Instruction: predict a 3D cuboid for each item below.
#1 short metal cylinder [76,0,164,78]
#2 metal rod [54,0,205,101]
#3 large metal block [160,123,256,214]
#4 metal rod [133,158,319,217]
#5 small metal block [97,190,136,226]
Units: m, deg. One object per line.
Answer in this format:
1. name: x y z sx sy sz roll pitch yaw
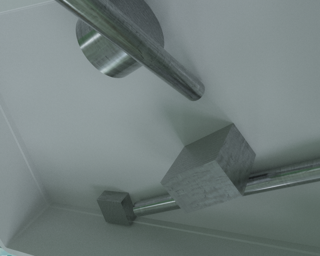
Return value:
1. short metal cylinder: -0.041 -0.100 0.331 0.050 0.080 0.080 -24 106 36
2. metal rod: -0.042 -0.086 0.246 0.025 0.025 0.301 -10 158 32
3. large metal block: 0.059 0.048 0.371 0.080 0.080 0.050 -30 102 37
4. metal rod: 0.078 0.087 0.420 0.299 0.025 0.025 -22 107 36
5. small metal block: -0.074 0.136 0.530 0.050 0.025 0.050 -2 118 28
